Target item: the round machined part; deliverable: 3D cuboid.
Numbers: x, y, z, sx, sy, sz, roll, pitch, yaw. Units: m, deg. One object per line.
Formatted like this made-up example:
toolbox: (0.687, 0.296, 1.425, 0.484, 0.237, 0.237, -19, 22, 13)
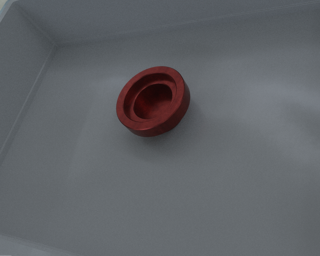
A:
round machined part: (-0.006, -0.031, 0.414, 0.098, 0.042, 0.098, -13, 56, 21)
